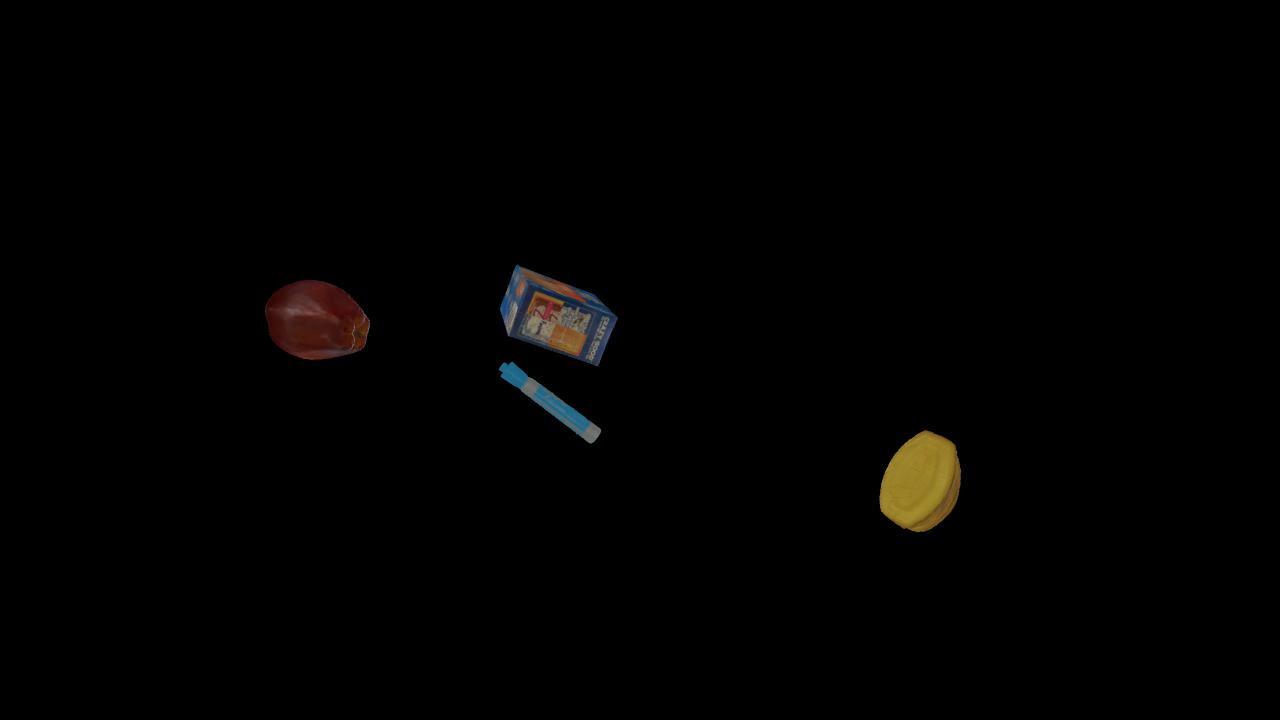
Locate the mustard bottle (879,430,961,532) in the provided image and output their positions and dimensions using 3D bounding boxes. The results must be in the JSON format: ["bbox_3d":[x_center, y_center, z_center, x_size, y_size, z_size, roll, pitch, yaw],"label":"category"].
[{"bbox_3d":[0.292,0.132,0.626,0.054,0.092,0.184,21,-5,34],"label":"mustard bottle"}]

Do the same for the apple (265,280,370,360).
[{"bbox_3d":[-0.317,-0.038,0.607,0.093,0.079,0.079,12,2,8],"label":"apple"}]

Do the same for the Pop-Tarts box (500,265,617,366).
[{"bbox_3d":[-0.129,-0.072,0.938,0.141,0.083,0.167,20,11,-21],"label":"Pop-Tarts box"}]

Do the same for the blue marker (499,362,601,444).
[{"bbox_3d":[-0.091,0.042,0.622,0.121,0.020,0.020,39,-10,-13],"label":"blue marker"}]
